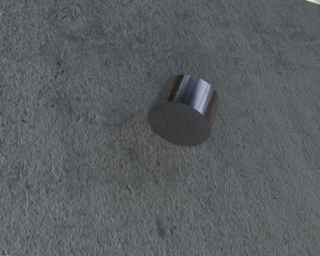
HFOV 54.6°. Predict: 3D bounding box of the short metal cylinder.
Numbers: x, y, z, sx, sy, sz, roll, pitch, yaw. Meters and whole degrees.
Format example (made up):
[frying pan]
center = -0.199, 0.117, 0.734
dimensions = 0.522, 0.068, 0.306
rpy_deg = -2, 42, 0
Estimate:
[short metal cylinder]
center = 0.031, -0.021, 0.398
dimensions = 0.080, 0.080, 0.050
rpy_deg = 31, 52, -9
